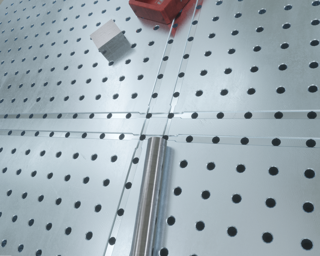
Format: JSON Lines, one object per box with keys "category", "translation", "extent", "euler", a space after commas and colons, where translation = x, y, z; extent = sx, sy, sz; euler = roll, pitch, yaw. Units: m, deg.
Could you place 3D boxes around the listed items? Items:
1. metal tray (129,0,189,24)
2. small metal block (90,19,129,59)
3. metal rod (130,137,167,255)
{"category": "metal tray", "translation": [0.017, -0.249, 0.546], "extent": [0.090, 0.030, 0.130], "euler": [30, 78, 37]}
{"category": "small metal block", "translation": [-0.091, -0.160, 0.552], "extent": [0.050, 0.025, 0.050], "euler": [-36, 51, 4]}
{"category": "metal rod", "translation": [-0.021, 0.148, 0.327], "extent": [0.025, 0.025, 0.299], "euler": [-6, 59, 25]}
